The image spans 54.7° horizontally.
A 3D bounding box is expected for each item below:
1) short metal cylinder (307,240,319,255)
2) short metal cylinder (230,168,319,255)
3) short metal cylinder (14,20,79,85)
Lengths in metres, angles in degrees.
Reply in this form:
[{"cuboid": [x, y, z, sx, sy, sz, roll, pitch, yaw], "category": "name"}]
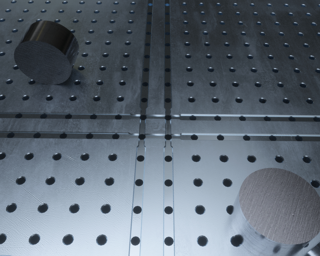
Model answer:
[{"cuboid": [0.185, 0.108, 0.284, 0.081, 0.080, 0.050, -30, 56, -23], "category": "short metal cylinder"}, {"cuboid": [0.117, 0.088, 0.319, 0.081, 0.050, 0.080, 0, 50, 0], "category": "short metal cylinder"}, {"cuboid": [-0.167, -0.111, 0.463, 0.080, 0.080, 0.050, 3, 50, 2], "category": "short metal cylinder"}]
